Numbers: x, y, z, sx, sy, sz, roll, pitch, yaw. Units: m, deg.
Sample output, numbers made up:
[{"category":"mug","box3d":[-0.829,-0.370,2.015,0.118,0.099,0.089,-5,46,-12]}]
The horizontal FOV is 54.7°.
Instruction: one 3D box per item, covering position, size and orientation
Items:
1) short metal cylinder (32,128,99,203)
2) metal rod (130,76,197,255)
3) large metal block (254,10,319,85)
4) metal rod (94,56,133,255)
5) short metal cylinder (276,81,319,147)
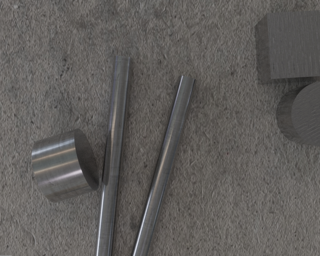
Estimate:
[{"category":"short metal cylinder","box3d":[-0.113,0.046,0.382,0.050,0.080,0.080,-17,90,0]},{"category":"metal rod","box3d":[-0.002,0.078,0.409,0.025,0.025,0.298,15,90,0]},{"category":"large metal block","box3d":[0.172,-0.101,0.399,0.081,0.050,0.080,-4,90,0]},{"category":"metal rod","box3d":[-0.063,0.056,0.409,0.025,0.025,0.298,6,90,0]},{"category":"short metal cylinder","box3d":[0.199,-0.017,0.399,0.081,0.050,0.079,0,90,0]}]
